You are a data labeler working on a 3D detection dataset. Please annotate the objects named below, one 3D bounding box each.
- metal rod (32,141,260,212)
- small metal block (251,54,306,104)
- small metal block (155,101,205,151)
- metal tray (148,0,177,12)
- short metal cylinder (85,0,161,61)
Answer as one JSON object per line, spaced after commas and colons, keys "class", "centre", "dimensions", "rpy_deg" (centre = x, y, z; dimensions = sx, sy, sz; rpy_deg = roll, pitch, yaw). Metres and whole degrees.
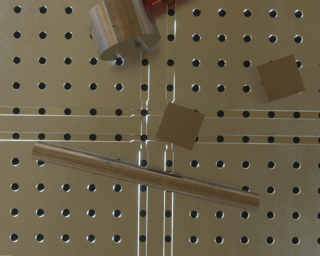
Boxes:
{"class": "metal rod", "centre": [-0.018, 0.065, 0.413], "dimensions": [0.302, 0.025, 0.025], "rpy_deg": [13, 90, 0]}
{"class": "small metal block", "centre": [0.157, -0.065, 0.414], "dimensions": [0.050, 0.025, 0.050], "rpy_deg": [-19, 90, 0]}
{"class": "small metal block", "centre": [0.026, -0.002, 0.413], "dimensions": [0.050, 0.025, 0.050], "rpy_deg": [20, 90, 0]}
{"class": "metal tray", "centre": [0.022, -0.225, 0.410], "dimensions": [0.130, 0.030, 0.090], "rpy_deg": [-28, 90, 0]}
{"class": "short metal cylinder", "centre": [-0.045, -0.123, 0.385], "dimensions": [0.080, 0.080, 0.050], "rpy_deg": [-20, 90, 0]}
